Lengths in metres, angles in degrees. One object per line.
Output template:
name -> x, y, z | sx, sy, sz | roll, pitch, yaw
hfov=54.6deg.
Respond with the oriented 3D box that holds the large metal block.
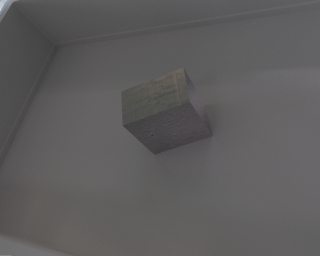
large metal block -> 0.009, -0.017, 0.377 | 0.080, 0.080, 0.050 | -19, 55, 17
